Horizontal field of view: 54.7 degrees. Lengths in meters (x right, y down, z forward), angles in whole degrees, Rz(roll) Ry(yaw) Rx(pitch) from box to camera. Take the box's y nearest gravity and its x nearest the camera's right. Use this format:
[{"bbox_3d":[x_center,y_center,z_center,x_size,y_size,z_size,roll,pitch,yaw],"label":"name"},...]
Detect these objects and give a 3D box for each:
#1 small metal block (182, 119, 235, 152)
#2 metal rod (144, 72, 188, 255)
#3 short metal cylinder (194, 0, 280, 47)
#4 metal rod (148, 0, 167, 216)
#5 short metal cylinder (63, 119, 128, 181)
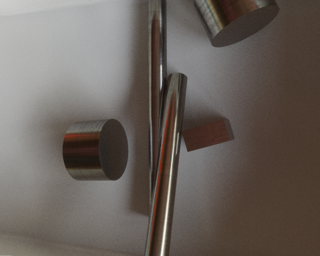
[{"bbox_3d":[0.060,0.009,0.376,0.050,0.050,0.025,-17,85,19],"label":"small metal block"},{"bbox_3d":[0.005,0.069,0.339,0.025,0.025,0.299,-2,63,19],"label":"metal rod"},{"bbox_3d":[0.085,-0.135,0.351,0.080,0.080,0.050,-25,82,18],"label":"short metal cylinder"},{"bbox_3d":[-0.003,-0.025,0.410,0.025,0.025,0.298,0,90,19],"label":"metal rod"},{"bbox_3d":[-0.082,0.029,0.409,0.050,0.080,0.079,-4,89,20],"label":"short metal cylinder"}]
